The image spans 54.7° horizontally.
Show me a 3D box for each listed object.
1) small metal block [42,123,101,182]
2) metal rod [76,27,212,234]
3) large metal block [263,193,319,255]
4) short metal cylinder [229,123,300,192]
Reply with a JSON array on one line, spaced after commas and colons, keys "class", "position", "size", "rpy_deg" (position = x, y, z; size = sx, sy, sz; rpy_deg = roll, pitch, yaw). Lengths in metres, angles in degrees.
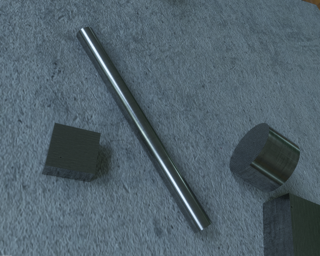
[{"class": "small metal block", "position": [-0.095, 0.027, 0.337], "size": [0.050, 0.025, 0.050], "rpy_deg": [14, 56, -21]}, {"class": "metal rod", "position": [-0.027, -0.007, 0.395], "size": [0.025, 0.025, 0.299], "rpy_deg": [-22, 74, -36]}, {"class": "large metal block", "position": [0.184, 0.141, 0.403], "size": [0.080, 0.050, 0.080], "rpy_deg": [23, 53, -15]}, {"class": "short metal cylinder", "position": [0.140, 0.040, 0.422], "size": [0.050, 0.080, 0.080], "rpy_deg": [34, 51, -7]}]
